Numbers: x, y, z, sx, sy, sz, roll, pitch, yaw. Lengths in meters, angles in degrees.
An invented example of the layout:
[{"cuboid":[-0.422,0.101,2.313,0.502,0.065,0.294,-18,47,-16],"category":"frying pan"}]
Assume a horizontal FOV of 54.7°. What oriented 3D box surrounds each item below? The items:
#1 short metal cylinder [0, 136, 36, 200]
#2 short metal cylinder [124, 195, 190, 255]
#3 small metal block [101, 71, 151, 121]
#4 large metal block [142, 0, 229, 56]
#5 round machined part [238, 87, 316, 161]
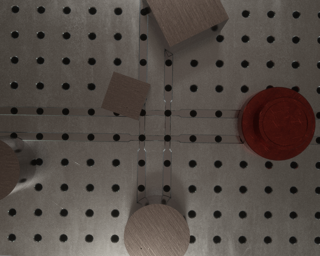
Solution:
[{"cuboid":[-0.210,0.051,0.398,0.081,0.050,0.079,0,90,-1],"category":"short metal cylinder"},{"cuboid":[-0.004,0.132,0.401,0.081,0.050,0.079,0,90,0],"category":"short metal cylinder"},{"cuboid":[-0.044,-0.042,0.413,0.050,0.025,0.050,19,90,-1],"category":"small metal block"},{"cuboid":[0.030,-0.152,0.401,0.080,0.050,0.080,-26,90,-1],"category":"large metal block"},{"cuboid":[0.157,-0.005,0.407,0.099,0.042,0.097,0,90,-1],"category":"round machined part"}]
